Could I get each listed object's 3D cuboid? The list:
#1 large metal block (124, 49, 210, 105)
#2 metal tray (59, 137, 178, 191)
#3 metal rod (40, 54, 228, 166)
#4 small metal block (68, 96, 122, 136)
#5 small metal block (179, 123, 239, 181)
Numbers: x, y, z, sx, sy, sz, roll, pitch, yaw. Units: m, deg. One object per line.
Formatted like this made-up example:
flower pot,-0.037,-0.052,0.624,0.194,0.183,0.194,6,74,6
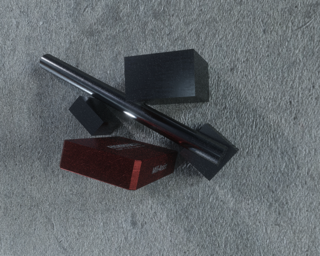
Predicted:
large metal block,0.012,-0.057,0.375,0.080,0.080,0.050,-2,90,19
metal tray,-0.041,0.036,0.368,0.090,0.130,0.030,13,95,19
metal rod,-0.050,-0.034,0.412,0.300,0.025,0.025,29,99,22
small metal block,-0.088,-0.016,0.426,0.050,0.050,0.025,46,104,14
small metal block,0.062,0.029,0.388,0.050,0.025,0.050,43,103,14
